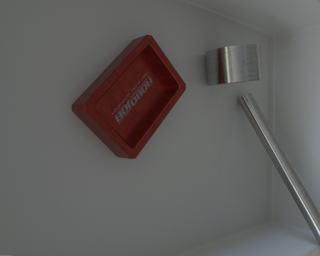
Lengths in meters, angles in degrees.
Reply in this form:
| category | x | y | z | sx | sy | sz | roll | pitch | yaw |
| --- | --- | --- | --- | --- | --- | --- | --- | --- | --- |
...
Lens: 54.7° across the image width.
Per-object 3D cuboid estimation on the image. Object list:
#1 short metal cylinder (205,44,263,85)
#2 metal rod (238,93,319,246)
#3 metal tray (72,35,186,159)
| category | x | y | z | sx | sy | sz | roll | pitch | yaw |
| --- | --- | --- | --- | --- | --- | --- | --- | --- | --- |
| short metal cylinder | 0.111 | -0.093 | 0.466 | 0.081 | 0.080 | 0.050 | -11 | 97 | -40 |
| metal rod | 0.209 | 0.077 | 0.500 | 0.025 | 0.025 | 0.299 | -15 | 73 | -39 |
| metal tray | -0.031 | -0.039 | 0.378 | 0.090 | 0.030 | 0.130 | 51 | 60 | -28 |
